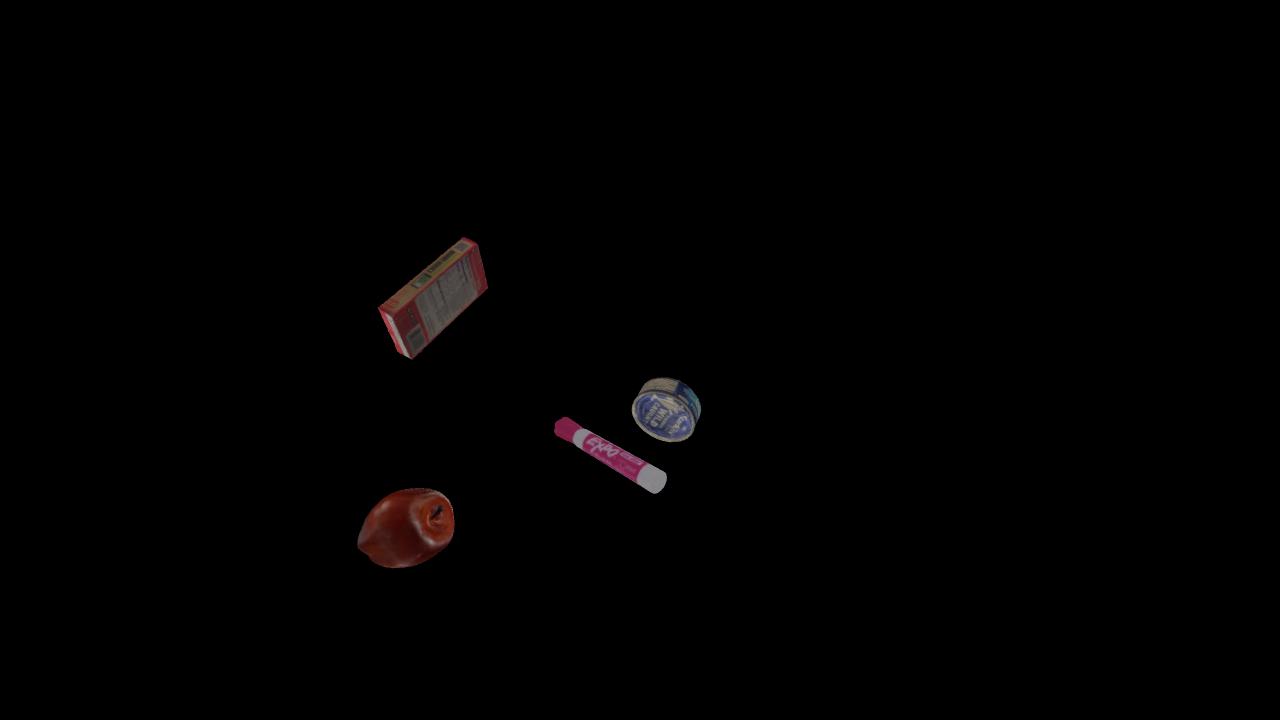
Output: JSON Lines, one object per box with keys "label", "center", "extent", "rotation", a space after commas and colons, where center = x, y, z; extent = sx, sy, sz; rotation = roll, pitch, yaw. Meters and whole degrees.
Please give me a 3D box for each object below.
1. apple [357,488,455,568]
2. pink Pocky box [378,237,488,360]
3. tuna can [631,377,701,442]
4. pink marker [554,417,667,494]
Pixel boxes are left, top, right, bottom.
{"label": "apple", "center": [-0.228, 0.164, 0.607], "extent": [0.093, 0.079, 0.079], "rotation": [-25, -8, 19]}
{"label": "pink Pocky box", "center": [-0.261, -0.081, 0.794], "extent": [0.029, 0.155, 0.084], "rotation": [26, -34, 18]}
{"label": "tuna can", "center": [0.034, 0.063, 0.779], "extent": [0.084, 0.084, 0.034], "rotation": [0, 37, 28]}
{"label": "pink marker", "center": [-0.029, 0.075, 0.506], "extent": [0.121, 0.020, 0.020], "rotation": [23, 15, 39]}
